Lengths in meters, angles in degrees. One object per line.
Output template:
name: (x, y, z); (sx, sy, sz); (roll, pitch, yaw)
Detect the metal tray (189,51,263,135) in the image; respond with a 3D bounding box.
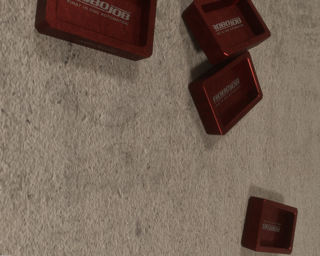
metal tray: (0.110, -0.058, 0.496); (0.131, 0.030, 0.090); (-38, 113, -34)

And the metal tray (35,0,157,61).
metal tray: (-0.065, -0.135, 0.348); (0.131, 0.030, 0.089); (8, 85, -40)

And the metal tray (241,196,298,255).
metal tray: (0.209, 0.184, 0.580); (0.131, 0.030, 0.090); (22, 76, -38)

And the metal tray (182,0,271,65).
metal tray: (0.105, -0.157, 0.472); (0.131, 0.030, 0.090); (-29, 88, -36)
